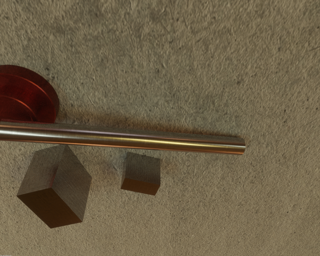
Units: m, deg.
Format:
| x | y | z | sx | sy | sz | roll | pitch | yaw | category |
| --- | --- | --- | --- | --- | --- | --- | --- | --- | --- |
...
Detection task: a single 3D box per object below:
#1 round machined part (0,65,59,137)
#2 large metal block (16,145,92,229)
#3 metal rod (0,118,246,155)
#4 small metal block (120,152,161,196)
| x | y | z | sx | sy | sz | roll | pitch | yaw | category |
| --- | --- | --- | --- | --- | --- | --- | --- | --- | --- |
| -0.177 | -0.023 | 0.374 | 0.099 | 0.042 | 0.097 | -1 | 130 | 0 | round machined part |
| -0.144 | 0.082 | 0.439 | 0.050 | 0.080 | 0.080 | -15 | 129 | 12 | large metal block |
| -0.032 | 0.014 | 0.387 | 0.302 | 0.025 | 0.025 | 5 | 131 | -17 | metal rod |
| -0.027 | 0.065 | 0.446 | 0.050 | 0.050 | 0.025 | 14 | 129 | -12 | small metal block |
